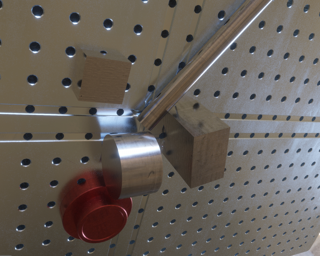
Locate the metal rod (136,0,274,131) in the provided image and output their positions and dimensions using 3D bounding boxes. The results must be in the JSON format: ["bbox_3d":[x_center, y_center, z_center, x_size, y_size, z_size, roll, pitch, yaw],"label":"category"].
[{"bbox_3d":[0.081,-0.114,0.387,0.300,0.025,0.025,-47,130,4],"label":"metal rod"}]

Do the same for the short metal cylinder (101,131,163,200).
[{"bbox_3d":[-0.037,0.045,0.385,0.050,0.080,0.079,-5,121,-26],"label":"short metal cylinder"}]

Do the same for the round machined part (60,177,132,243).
[{"bbox_3d":[-0.084,0.120,0.430,0.099,0.042,0.097,-14,124,-21],"label":"round machined part"}]

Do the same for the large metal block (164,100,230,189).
[{"bbox_3d":[0.045,0.019,0.414,0.050,0.080,0.079,-14,125,-21],"label":"large metal block"}]

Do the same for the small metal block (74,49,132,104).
[{"bbox_3d":[-0.064,-0.056,0.343,0.050,0.025,0.050,3,117,-30],"label":"small metal block"}]
